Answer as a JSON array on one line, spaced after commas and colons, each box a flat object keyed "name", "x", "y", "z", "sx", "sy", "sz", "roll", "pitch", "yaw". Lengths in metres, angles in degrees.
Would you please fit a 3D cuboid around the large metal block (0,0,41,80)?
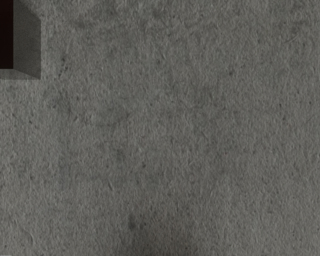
[{"name": "large metal block", "x": -0.187, "y": -0.105, "z": 0.380, "sx": 0.050, "sy": 0.080, "sz": 0.079, "roll": 0, "pitch": 90, "yaw": 0}]
